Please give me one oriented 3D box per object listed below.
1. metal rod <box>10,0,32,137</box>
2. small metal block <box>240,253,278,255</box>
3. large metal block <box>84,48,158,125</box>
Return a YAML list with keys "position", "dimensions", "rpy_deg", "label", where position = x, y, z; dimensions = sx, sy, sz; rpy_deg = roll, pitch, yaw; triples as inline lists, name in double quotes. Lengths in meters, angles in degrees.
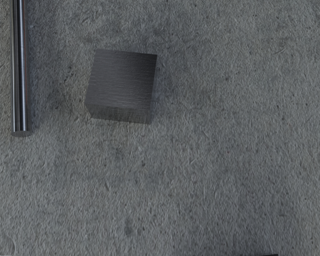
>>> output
- position: [-0.206, -0.130, 0.453]
  dimensions: [0.025, 0.025, 0.299]
  rpy_deg: [-9, 70, -4]
  label: "metal rod"
- position: [0.109, 0.170, 0.347]
  dimensions: [0.050, 0.025, 0.050]
  rpy_deg: [-5, 70, -2]
  label: "small metal block"
- position: [-0.048, -0.054, 0.414]
  dimensions: [0.080, 0.050, 0.080]
  rpy_deg: [6, 70, 2]
  label: "large metal block"
